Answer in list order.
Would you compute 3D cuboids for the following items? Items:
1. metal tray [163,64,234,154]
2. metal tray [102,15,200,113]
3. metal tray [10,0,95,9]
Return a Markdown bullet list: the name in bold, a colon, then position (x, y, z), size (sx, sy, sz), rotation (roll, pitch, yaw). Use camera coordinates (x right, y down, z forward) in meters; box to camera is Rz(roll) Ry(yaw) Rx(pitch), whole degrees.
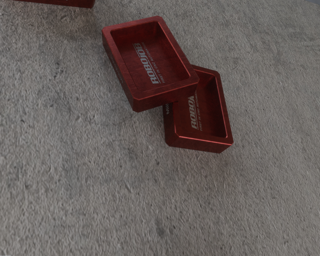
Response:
- **metal tray**: position (0.050, -0.032, 0.446), size (0.091, 0.030, 0.130), rotation (10, 58, -23)
- **metal tray**: position (-0.016, -0.091, 0.421), size (0.091, 0.030, 0.130), rotation (-18, 64, -16)
- **metal tray**: position (-0.165, -0.222, 0.447), size (0.131, 0.030, 0.090), rotation (-7, 65, -31)
